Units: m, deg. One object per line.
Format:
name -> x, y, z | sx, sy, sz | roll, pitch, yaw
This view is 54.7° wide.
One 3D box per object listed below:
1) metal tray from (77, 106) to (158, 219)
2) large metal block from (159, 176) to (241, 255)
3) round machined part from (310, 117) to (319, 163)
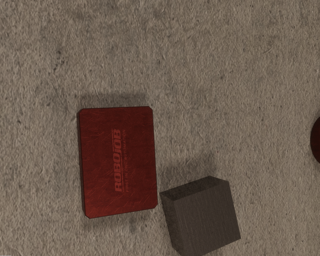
metal tray -> -0.053, 0.039, 0.388 | 0.091, 0.030, 0.129 | -4, 91, -20
large metal block -> 0.053, 0.118, 0.417 | 0.081, 0.050, 0.080 | -15, 95, -20
round machined part -> 0.304, 0.021, 0.515 | 0.099, 0.042, 0.097 | 0, 90, -21
